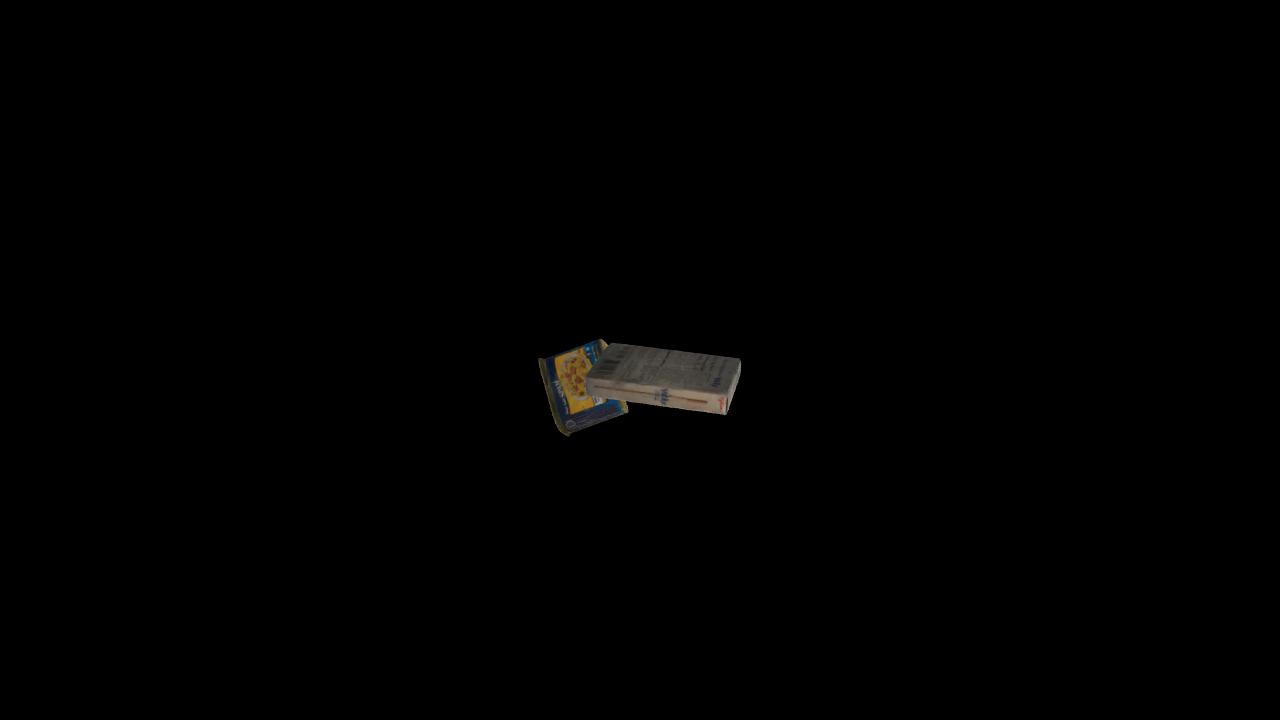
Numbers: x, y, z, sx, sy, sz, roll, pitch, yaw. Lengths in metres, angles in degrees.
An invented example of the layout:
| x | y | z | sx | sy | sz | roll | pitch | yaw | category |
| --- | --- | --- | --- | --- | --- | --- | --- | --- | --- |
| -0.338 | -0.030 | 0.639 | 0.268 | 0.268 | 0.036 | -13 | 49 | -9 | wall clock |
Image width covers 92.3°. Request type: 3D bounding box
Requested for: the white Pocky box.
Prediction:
| x | y | z | sx | sy | sz | roll | pitch | yaw | category |
| --- | --- | --- | --- | --- | --- | --- | --- | --- | --- |
| 0.026 | 0.017 | 0.663 | 0.154 | 0.028 | 0.084 | 7 | 29 | 16 | white Pocky box |

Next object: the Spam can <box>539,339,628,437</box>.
| x | y | z | sx | sy | sz | roll | pitch | yaw | category |
| --- | --- | --- | --- | --- | --- | --- | --- | --- | --- |
| -0.069 | 0.033 | 0.767 | 0.085 | 0.101 | 0.058 | -20 | -19 | 5 | Spam can |
